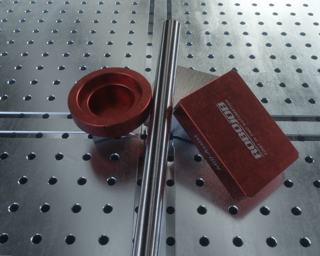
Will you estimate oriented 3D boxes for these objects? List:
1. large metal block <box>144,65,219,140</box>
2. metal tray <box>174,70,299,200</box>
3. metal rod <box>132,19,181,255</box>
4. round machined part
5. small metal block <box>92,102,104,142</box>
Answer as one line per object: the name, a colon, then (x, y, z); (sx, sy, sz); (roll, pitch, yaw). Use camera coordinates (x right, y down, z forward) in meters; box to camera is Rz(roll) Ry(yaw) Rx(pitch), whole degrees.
large metal block: (0.030, -0.036, 0.417); (0.080, 0.050, 0.080); (18, 52, 14)
metal tray: (0.088, 0.006, 0.363); (0.091, 0.030, 0.130); (-32, 82, -23)
metal rod: (0.000, 0.000, 0.351); (0.025, 0.025, 0.299); (5, 66, 4)
round machined part: (-0.058, -0.026, 0.378); (0.099, 0.042, 0.098); (-2, 51, 2)
small metal block: (-0.072, -0.015, 0.416); (0.050, 0.025, 0.050); (-17, 52, -14)
